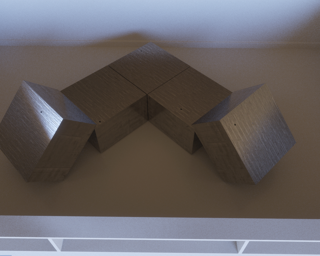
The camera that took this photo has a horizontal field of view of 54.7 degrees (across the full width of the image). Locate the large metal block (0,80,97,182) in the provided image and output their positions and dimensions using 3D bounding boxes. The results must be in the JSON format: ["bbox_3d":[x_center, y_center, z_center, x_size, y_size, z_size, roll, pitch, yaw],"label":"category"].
[{"bbox_3d":[-0.133,0.004,0.354,0.080,0.050,0.080,39,102,27],"label":"large metal block"}]

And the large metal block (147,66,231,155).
[{"bbox_3d":[0.041,-0.025,0.408,0.080,0.050,0.080,-36,59,-27],"label":"large metal block"}]

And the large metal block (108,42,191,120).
[{"bbox_3d":[-0.015,-0.070,0.445,0.080,0.050,0.080,-36,59,-27],"label":"large metal block"}]

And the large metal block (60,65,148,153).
[{"bbox_3d":[-0.073,-0.027,0.409,0.080,0.050,0.080,-36,59,-27],"label":"large metal block"}]

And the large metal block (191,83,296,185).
[{"bbox_3d":[0.096,0.007,0.354,0.080,0.050,0.080,-36,102,-26],"label":"large metal block"}]
